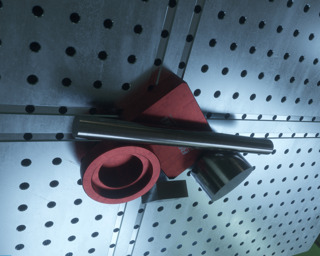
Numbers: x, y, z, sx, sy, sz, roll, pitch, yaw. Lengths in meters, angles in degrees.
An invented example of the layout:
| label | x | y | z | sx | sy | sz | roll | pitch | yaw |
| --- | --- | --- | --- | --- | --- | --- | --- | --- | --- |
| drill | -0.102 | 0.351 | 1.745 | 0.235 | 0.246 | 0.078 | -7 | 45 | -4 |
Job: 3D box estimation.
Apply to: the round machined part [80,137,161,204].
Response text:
| label | x | y | z | sx | sy | sz | roll | pitch | yaw |
| --- | --- | --- | --- | --- | --- | --- | --- | --- | --- |
| round machined part | -0.052 | 0.048 | 0.396 | 0.099 | 0.042 | 0.097 | -11 | 128 | -15 |

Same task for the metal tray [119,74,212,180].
| label | x | y | z | sx | sy | sz | roll | pitch | yaw |
| --- | --- | --- | --- | --- | --- | --- | --- | --- | --- |
| metal tray | 0.017 | 0.003 | 0.422 | 0.090 | 0.030 | 0.130 | -37 | 130 | -4 |

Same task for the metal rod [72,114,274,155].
| label | x | y | z | sx | sy | sz | roll | pitch | yaw |
| --- | --- | --- | --- | --- | --- | --- | --- | --- | --- |
| metal rod | 0.040 | 0.014 | 0.402 | 0.302 | 0.025 | 0.025 | 7 | 115 | -32 |

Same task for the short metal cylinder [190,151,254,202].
| label | x | y | z | sx | sy | sz | roll | pitch | yaw |
| --- | --- | --- | --- | --- | --- | --- | --- | --- | --- |
| short metal cylinder | 0.093 | 0.067 | 0.470 | 0.080 | 0.050 | 0.080 | -30 | 154 | -17 |

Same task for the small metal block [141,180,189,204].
| label | x | y | z | sx | sy | sz | roll | pitch | yaw |
| --- | --- | --- | --- | --- | --- | --- | --- | --- | --- |
| small metal block | 0.006 | 0.095 | 0.457 | 0.050 | 0.025 | 0.050 | 2 | 161 | -31 |
